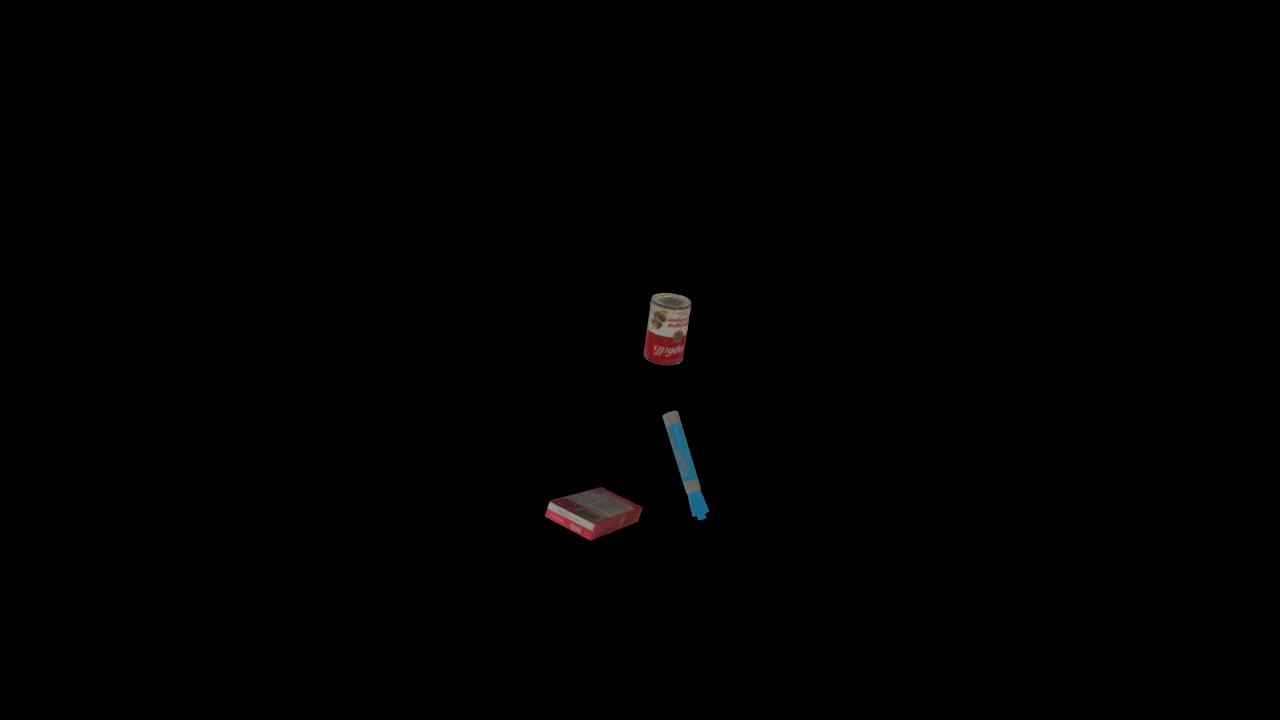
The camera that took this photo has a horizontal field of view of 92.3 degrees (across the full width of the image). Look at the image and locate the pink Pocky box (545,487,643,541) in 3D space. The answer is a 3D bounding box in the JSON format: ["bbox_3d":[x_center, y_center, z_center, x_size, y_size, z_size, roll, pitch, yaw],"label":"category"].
[{"bbox_3d":[-0.066,0.231,0.937,0.084,0.029,0.155,20,6,25],"label":"pink Pocky box"}]

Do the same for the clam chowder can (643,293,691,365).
[{"bbox_3d":[0.044,-0.051,1.002,0.068,0.102,0.068,6,24,-3],"label":"clam chowder can"}]

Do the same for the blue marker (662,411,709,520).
[{"bbox_3d":[0.050,0.115,0.672,0.020,0.121,0.020,-14,-22,-6],"label":"blue marker"}]
